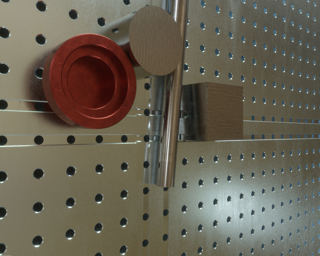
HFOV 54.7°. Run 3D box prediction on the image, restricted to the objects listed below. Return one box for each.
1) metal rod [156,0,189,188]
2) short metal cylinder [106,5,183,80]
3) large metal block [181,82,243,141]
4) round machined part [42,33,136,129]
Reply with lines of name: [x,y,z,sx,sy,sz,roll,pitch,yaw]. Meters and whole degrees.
metal rod: [0.019,-0.071,0.424,0.025,0.025,0.298,8,85,-40]
short metal cylinder: [-0.019,-0.101,0.377,0.081,0.050,0.080,0,90,-40]
large metal block: [0.078,-0.022,0.458,0.081,0.050,0.080,0,90,-40]
round machined part: [-0.077,-0.048,0.333,0.099,0.042,0.097,0,90,-40]
